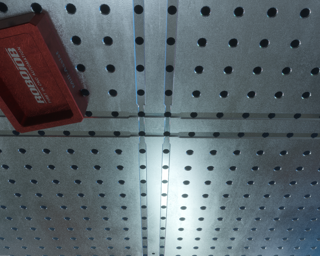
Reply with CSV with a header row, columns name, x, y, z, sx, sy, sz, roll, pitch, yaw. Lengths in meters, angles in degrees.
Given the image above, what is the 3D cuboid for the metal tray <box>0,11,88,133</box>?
name,x,y,z,sx,sy,sz,roll,pitch,yaw
metal tray,-0.151,-0.057,0.357,0.090,0.030,0.129,-10,130,8
